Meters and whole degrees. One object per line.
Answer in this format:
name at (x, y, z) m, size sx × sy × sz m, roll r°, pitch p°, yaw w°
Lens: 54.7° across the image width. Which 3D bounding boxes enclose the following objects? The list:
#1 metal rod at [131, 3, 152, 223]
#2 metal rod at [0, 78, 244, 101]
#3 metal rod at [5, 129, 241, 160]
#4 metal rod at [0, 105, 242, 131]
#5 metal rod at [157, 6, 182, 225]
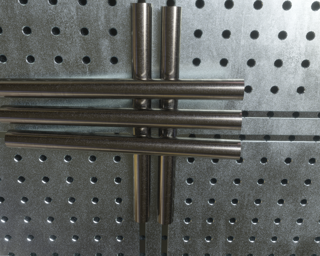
metal rod at (-0.024, -0.005, 0.411) m, size 0.025 × 0.025 × 0.298 m, roll 1°, pitch 110°, yaw -1°
metal rod at (-0.055, -0.047, 0.373) m, size 0.302 × 0.025 × 0.025 m, roll 1°, pitch 110°, yaw 7°
metal rod at (-0.052, 0.020, 0.398) m, size 0.302 × 0.025 × 0.025 m, roll 2°, pitch 110°, yaw 7°
metal rod at (-0.054, -0.013, 0.386) m, size 0.302 × 0.025 × 0.025 m, roll 2°, pitch 110°, yaw 7°
metal rod at (0.011, -0.002, 0.413) m, size 0.025 × 0.025 × 0.298 m, roll 1°, pitch 110°, yaw -1°
